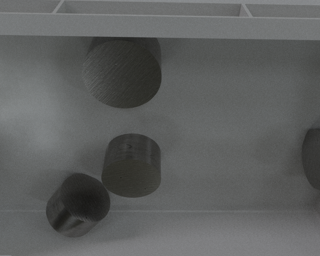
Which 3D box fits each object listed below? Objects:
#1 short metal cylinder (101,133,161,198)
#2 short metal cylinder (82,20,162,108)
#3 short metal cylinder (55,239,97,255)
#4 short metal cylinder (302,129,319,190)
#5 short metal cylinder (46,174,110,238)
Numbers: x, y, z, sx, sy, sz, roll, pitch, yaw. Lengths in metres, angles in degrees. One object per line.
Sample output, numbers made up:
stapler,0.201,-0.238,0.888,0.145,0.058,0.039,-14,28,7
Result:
short metal cylinder,-0.039,0.054,0.438,0.081,0.050,0.079,0,130,0
short metal cylinder,-0.039,-0.068,0.334,0.081,0.050,0.079,0,130,0
short metal cylinder,-0.170,0.265,0.618,0.081,0.050,0.079,0,130,0
short metal cylinder,0.232,0.041,0.411,0.050,0.080,0.079,-2,130,1
short metal cylinder,-0.124,0.118,0.471,0.080,0.080,0.050,29,124,-23
